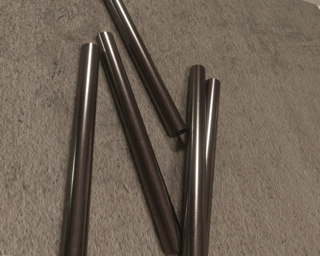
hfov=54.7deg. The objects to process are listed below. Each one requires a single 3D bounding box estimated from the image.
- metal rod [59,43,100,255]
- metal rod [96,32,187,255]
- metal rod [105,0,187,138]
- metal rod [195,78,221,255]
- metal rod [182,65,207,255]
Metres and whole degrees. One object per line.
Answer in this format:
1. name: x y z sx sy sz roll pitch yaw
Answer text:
1. metal rod: -0.086 0.023 0.343 0.025 0.025 0.299 11 57 -23
2. metal rod: -0.030 0.003 0.386 0.025 0.025 0.299 -7 65 -32
3. metal rod: -0.036 -0.122 0.460 0.025 0.025 0.299 -13 69 -34
4. metal rod: 0.059 0.049 0.407 0.025 0.025 0.300 23 53 -15
5. metal rod: 0.047 0.024 0.399 0.025 0.025 0.300 21 49 -17
